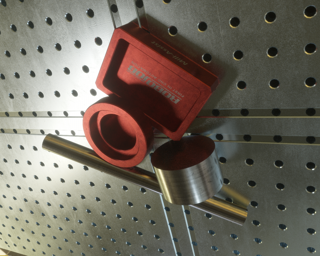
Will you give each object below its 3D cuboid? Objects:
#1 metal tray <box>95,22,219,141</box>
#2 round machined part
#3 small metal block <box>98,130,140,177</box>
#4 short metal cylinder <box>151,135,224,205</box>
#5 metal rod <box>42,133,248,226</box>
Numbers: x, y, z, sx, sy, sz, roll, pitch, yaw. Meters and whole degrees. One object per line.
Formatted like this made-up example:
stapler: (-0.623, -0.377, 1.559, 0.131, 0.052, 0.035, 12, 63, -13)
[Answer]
metal tray: (-0.008, -0.054, 0.376, 0.130, 0.030, 0.089, 35, 128, 5)
round machined part: (-0.051, 0.001, 0.416, 0.098, 0.042, 0.097, 14, 125, 22)
small metal block: (-0.063, 0.038, 0.466, 0.050, 0.025, 0.050, 25, 127, 12)
short metal cylinder: (0.034, 0.050, 0.386, 0.080, 0.080, 0.050, -4, 117, 29)
metal rod: (-0.025, 0.071, 0.440, 0.301, 0.025, 0.025, 20, 127, 5)
